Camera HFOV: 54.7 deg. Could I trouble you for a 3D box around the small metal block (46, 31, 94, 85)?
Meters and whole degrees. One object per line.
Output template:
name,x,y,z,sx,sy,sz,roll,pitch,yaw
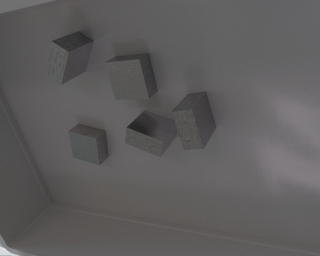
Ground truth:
small metal block,-0.116,-0.090,0.398,0.025,0.050,0.050,33,129,6

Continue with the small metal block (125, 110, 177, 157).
small metal block,-0.010,0.006,0.401,0.050,0.050,0.025,21,126,16

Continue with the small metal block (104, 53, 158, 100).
small metal block,-0.036,-0.064,0.388,0.050,0.025,0.050,1,119,27

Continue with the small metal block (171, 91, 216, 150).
small metal block,0.041,-0.009,0.365,0.025,0.050,0.050,-6,116,31

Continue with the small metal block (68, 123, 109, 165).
small metal block,-0.111,0.025,0.483,0.050,0.025,0.050,13,124,21
